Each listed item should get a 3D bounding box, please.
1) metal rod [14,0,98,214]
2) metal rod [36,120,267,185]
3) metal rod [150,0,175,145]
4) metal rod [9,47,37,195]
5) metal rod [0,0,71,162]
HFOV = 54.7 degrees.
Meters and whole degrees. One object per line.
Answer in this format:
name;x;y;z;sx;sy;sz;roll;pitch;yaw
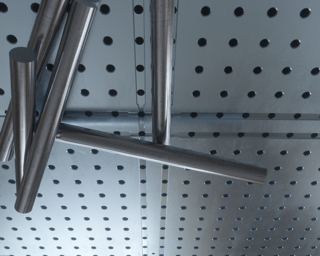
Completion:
metal rod;-0.134;-0.006;0.374;0.025;0.025;0.298;19;118;-16
metal rod;-0.013;0.030;0.405;0.302;0.025;0.025;12;130;1
metal rod;0.002;-0.079;0.344;0.025;0.025;0.298;0;130;-1
metal rod;-0.178;0.025;0.407;0.025;0.025;0.298;13;136;-12
metal rod;-0.149;-0.061;0.356;0.025;0.025;0.298;23;126;-19
